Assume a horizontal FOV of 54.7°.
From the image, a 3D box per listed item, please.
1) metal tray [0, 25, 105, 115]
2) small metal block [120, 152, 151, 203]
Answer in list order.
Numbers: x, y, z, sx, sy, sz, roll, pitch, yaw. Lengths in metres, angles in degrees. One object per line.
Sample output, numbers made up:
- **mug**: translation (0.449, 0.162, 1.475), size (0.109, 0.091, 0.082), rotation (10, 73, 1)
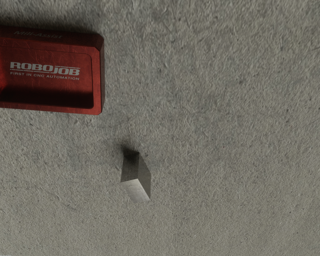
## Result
- **metal tray**: translation (-0.130, -0.063, 0.348), size (0.131, 0.030, 0.089), rotation (4, 130, -4)
- **small metal block**: translation (-0.034, 0.073, 0.452), size (0.025, 0.050, 0.050), rotation (-15, 129, 12)
